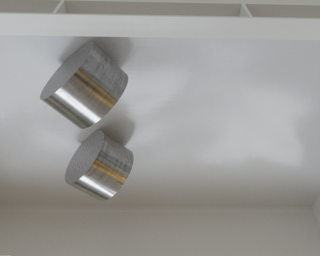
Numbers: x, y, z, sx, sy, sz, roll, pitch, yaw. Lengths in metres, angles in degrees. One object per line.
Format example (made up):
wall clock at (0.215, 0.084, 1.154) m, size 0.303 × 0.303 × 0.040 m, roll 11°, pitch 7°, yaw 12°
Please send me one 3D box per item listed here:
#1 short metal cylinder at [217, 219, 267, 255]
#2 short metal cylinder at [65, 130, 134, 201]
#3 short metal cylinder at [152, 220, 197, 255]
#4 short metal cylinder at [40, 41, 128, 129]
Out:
short metal cylinder at (0.147, 0.215, 0.561) m, size 0.081 × 0.080 × 0.050 m, roll 1°, pitch 130°, yaw -2°
short metal cylinder at (-0.081, 0.050, 0.415) m, size 0.080 × 0.080 × 0.050 m, roll -37°, pitch 121°, yaw 26°
short metal cylinder at (0.026, 0.217, 0.581) m, size 0.081 × 0.050 × 0.079 m, roll 0°, pitch 130°, yaw 0°
short metal cylinder at (-0.081, -0.046, 0.333) m, size 0.080 × 0.080 × 0.050 m, roll -32°, pitch 123°, yaw 24°
